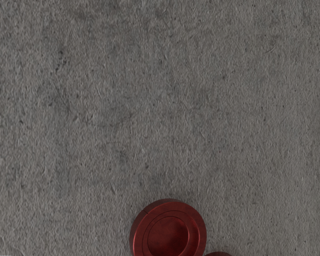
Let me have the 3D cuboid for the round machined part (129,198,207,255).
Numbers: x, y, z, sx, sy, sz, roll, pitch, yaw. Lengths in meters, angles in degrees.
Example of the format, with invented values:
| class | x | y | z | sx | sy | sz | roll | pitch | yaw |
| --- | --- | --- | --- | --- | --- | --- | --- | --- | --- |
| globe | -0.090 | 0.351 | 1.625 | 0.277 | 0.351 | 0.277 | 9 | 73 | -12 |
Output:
| class | x | y | z | sx | sy | sz | roll | pitch | yaw |
| --- | --- | --- | --- | --- | --- | --- | --- | --- | --- |
| round machined part | 0.007 | 0.140 | 0.403 | 0.099 | 0.042 | 0.097 | 0 | 90 | -20 |

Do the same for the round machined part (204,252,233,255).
| class | x | y | z | sx | sy | sz | roll | pitch | yaw |
| --- | --- | --- | --- | --- | --- | --- | --- | --- | --- |
| round machined part | 0.087 | 0.229 | 0.432 | 0.099 | 0.042 | 0.097 | 0 | 90 | -20 |
